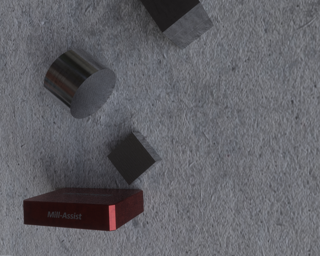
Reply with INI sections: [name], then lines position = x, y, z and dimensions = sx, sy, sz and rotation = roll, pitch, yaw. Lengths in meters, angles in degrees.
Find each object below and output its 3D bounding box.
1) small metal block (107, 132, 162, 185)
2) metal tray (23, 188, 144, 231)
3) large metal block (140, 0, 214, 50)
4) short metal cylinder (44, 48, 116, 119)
[small metal block]
position = -0.034, 0.041, 0.421
dimensions = 0.050, 0.025, 0.050
rotation = -43, 77, 15
[metal tray]
position = -0.098, 0.103, 0.408
dimensions = 0.130, 0.090, 0.030
rotation = -2, 89, 20
[large metal block]
position = 0.015, -0.151, 0.374
dimensions = 0.050, 0.080, 0.080
rotation = -36, 79, 17
[short metal cylinder]
position = -0.106, -0.059, 0.417
dimensions = 0.050, 0.080, 0.080
rotation = 38, 102, 16
